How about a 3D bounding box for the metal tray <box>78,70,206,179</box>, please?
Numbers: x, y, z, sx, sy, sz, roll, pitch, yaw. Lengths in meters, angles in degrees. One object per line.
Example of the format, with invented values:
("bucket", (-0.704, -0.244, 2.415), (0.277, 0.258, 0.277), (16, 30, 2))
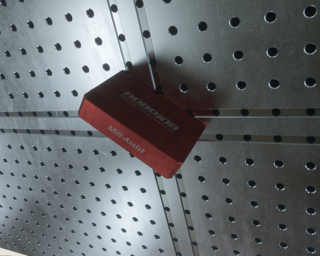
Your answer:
("metal tray", (-0.018, -0.009, 0.371), (0.130, 0.090, 0.030), (35, 129, 4))
